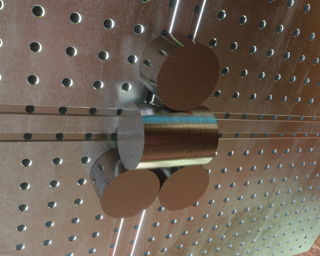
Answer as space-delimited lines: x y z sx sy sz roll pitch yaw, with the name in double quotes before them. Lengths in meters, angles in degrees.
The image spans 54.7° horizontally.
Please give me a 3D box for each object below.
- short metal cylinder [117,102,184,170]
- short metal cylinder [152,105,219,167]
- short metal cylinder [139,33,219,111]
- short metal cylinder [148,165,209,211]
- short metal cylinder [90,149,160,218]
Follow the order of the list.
"short metal cylinder" -0.014 0.010 0.376 0.050 0.080 0.079 0 118 -29
"short metal cylinder" 0.030 0.009 0.400 0.050 0.080 0.079 0 118 -29
"short metal cylinder" 0.022 -0.067 0.367 0.081 0.050 0.079 -14 125 -21
"short metal cylinder" 0.024 0.073 0.454 0.081 0.050 0.079 -14 125 -21
"short metal cylinder" -0.047 0.073 0.415 0.081 0.050 0.079 -14 125 -21
